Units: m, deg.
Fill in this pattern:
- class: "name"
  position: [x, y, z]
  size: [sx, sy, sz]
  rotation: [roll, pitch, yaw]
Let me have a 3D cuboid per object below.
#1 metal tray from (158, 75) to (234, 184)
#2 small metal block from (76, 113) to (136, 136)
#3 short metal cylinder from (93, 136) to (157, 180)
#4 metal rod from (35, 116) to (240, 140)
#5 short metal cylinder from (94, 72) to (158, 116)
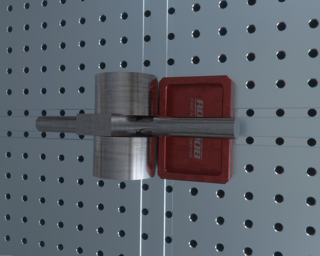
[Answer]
- class: "metal tray"
  position: [0.045, 0.001, 0.394]
  size: [0.090, 0.030, 0.129]
  rotation: [1, 90, 19]
- class: "small metal block"
  position: [-0.063, -0.004, 0.371]
  size: [0.050, 0.050, 0.025]
  rotation: [1, 91, 28]
- class: "short metal cylinder"
  position: [-0.045, 0.035, 0.399]
  size: [0.080, 0.080, 0.050]
  rotation: [2, 91, 20]
- class: "metal rod"
  position: [-0.049, -0.003, 0.405]
  size: [0.300, 0.025, 0.025]
  rotation: [1, 91, 28]
- class: "short metal cylinder"
  position: [-0.043, -0.040, 0.397]
  size: [0.080, 0.080, 0.050]
  rotation: [1, 91, 20]
